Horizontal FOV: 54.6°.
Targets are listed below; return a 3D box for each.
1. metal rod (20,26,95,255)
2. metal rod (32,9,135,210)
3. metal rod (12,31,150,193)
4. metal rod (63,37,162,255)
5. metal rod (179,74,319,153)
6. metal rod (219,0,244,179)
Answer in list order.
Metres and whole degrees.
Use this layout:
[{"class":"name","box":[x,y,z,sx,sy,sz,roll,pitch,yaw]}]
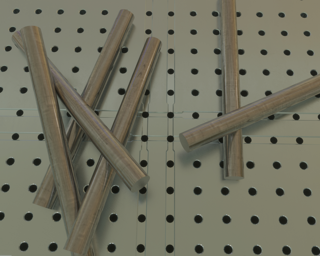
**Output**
[{"class":"metal rod","box":[-0.124,0.019,0.373,0.025,0.025,0.299,-15,82,-5]},{"class":"metal rod","box":[-0.097,-0.039,0.425,0.025,0.025,0.300,17,71,6]},{"class":"metal rod","box":[-0.114,-0.037,0.394,0.025,0.025,0.300,-38,63,-13]},{"class":"metal rod","box":[-0.049,0.003,0.392,0.025,0.025,0.300,15,64,5]},{"class":"metal rod","box":[0.163,-0.038,0.408,0.302,0.025,0.025,-23,72,-15]},{"class":"metal rod","box":[0.100,-0.077,0.440,0.025,0.025,0.299,2,70,1]}]
